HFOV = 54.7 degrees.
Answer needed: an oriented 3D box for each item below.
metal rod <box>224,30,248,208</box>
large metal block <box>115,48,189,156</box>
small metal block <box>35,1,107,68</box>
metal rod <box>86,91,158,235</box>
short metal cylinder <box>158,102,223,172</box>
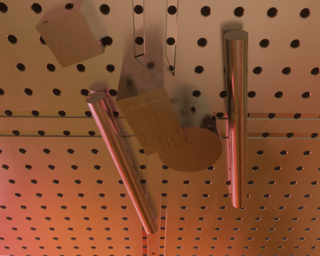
[{"bbox_3d":[0.107,0.013,0.424,0.025,0.025,0.298,-8,130,6],"label":"metal rod"},{"bbox_3d":[-0.006,-0.030,0.350,0.050,0.080,0.080,-16,129,13],"label":"large metal block"},{"bbox_3d":[-0.092,-0.098,0.327,0.050,0.025,0.050,-16,129,13],"label":"small metal block"},{"bbox_3d":[-0.047,0.073,0.473,0.025,0.025,0.298,-10,130,7],"label":"metal rod"},{"bbox_3d":[0.038,0.013,0.407,0.081,0.050,0.079,0,130,0],"label":"short metal cylinder"}]
